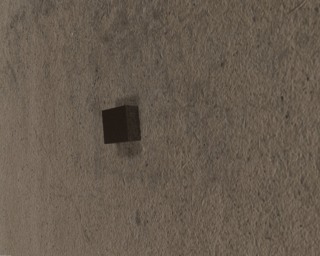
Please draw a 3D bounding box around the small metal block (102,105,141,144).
[{"bbox_3d":[-0.057,-0.004,0.449,0.050,0.025,0.050,-9,84,39],"label":"small metal block"}]
